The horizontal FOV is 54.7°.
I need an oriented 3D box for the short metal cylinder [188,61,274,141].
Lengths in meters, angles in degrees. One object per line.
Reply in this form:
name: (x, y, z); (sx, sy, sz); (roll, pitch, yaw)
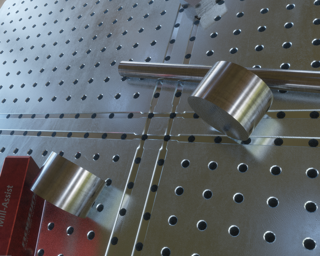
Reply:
short metal cylinder: (0.079, -0.030, 0.350); (0.080, 0.080, 0.050); (30, 79, 37)

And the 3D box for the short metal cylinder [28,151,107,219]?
short metal cylinder: (-0.114, 0.071, 0.389); (0.080, 0.080, 0.050); (19, 72, 35)

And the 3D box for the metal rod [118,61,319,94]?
metal rod: (0.066, -0.072, 0.417); (0.300, 0.025, 0.025); (11, 67, 32)

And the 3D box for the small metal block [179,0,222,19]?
small metal block: (0.065, -0.213, 0.505); (0.050, 0.025, 0.050); (-39, 51, 1)

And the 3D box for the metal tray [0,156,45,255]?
metal tray: (-0.178, 0.111, 0.389); (0.030, 0.090, 0.130); (1, 58, -3)
